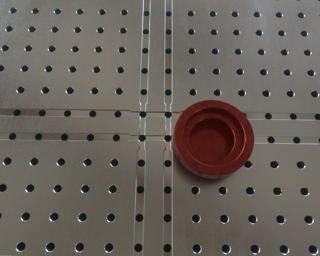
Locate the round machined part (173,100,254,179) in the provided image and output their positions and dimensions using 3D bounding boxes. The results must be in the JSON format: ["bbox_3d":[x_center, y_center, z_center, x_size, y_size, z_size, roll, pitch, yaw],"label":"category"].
[{"bbox_3d":[0.066,0.017,0.397,0.099,0.042,0.098,0,70,-1],"label":"round machined part"}]
